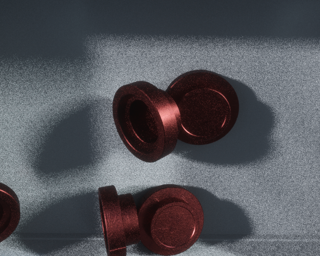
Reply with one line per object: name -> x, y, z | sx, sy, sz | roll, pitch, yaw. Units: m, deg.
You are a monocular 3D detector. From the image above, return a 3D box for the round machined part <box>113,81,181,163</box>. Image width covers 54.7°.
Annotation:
round machined part -> -0.012, -0.010, 0.379 | 0.042, 0.098, 0.097 | -25, 115, -37

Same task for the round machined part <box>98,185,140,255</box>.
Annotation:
round machined part -> -0.055, 0.126, 0.421 | 0.042, 0.098, 0.097 | -8, 111, -16

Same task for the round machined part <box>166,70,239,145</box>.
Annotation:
round machined part -> 0.052, -0.022, 0.395 | 0.099, 0.042, 0.097 | 0, 110, -1

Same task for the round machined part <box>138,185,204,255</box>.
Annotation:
round machined part -> 0.016, 0.131, 0.433 | 0.099, 0.042, 0.097 | 0, 91, -13

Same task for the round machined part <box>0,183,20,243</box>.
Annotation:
round machined part -> -0.248, 0.114, 0.429 | 0.099, 0.042, 0.097 | -10, 113, -23
